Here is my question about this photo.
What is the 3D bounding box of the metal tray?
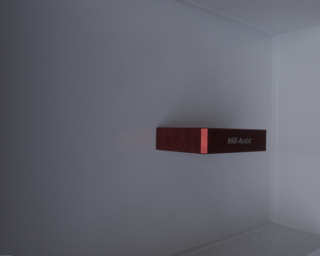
[{"bbox_3d":[0.071,0.016,0.422,0.131,0.090,0.030,2,89,-40],"label":"metal tray"}]
